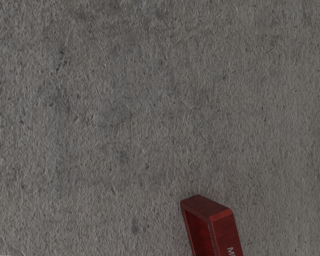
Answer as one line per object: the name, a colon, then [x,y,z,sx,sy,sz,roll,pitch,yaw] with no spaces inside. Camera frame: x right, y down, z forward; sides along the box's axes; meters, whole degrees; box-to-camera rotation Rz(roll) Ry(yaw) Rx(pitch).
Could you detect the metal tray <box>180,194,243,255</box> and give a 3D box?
metal tray: [0.071,0.159,0.400,0.030,0.090,0.129,-16,96,-19]
